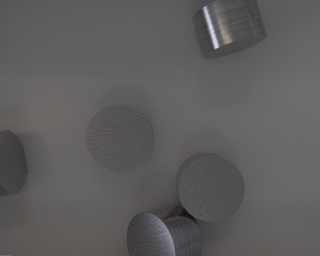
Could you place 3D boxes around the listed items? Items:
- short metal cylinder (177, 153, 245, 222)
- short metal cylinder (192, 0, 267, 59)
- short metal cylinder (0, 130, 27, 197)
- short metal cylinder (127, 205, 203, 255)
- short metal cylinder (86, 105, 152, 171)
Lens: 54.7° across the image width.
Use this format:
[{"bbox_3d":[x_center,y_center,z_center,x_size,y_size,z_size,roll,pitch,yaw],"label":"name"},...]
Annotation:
[{"bbox_3d":[0.062,0.074,0.399,0.081,0.050,0.080,0,90,0],"label":"short metal cylinder"},{"bbox_3d":[0.085,-0.124,0.384,0.080,0.080,0.050,-16,90,0],"label":"short metal cylinder"},{"bbox_3d":[-0.208,0.046,0.382,0.050,0.080,0.080,-10,90,0],"label":"short metal cylinder"},{"bbox_3d":[0.005,0.138,0.378,0.080,0.050,0.080,0,89,43],"label":"short metal cylinder"},{"bbox_3d":[-0.049,0.012,0.398,0.081,0.050,0.080,0,90,0],"label":"short metal cylinder"}]
